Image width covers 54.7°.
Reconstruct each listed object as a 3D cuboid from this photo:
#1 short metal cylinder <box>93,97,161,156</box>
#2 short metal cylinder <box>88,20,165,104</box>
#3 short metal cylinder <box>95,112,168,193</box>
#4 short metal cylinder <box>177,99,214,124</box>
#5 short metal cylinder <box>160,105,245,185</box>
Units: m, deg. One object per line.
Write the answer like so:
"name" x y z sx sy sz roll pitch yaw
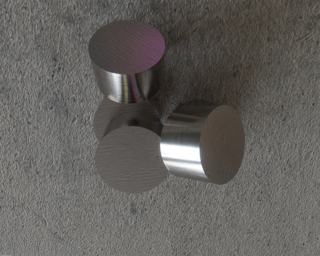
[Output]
"short metal cylinder" -0.039 -0.011 0.393 0.081 0.050 0.079 0 110 -1
"short metal cylinder" -0.035 -0.074 0.347 0.081 0.080 0.050 0 149 -1
"short metal cylinder" -0.029 0.027 0.353 0.081 0.050 0.079 0 110 -1
"short metal cylinder" 0.051 0.008 0.401 0.081 0.050 0.079 0 110 -1
"short metal cylinder" 0.047 0.016 0.327 0.050 0.081 0.080 3 118 45
